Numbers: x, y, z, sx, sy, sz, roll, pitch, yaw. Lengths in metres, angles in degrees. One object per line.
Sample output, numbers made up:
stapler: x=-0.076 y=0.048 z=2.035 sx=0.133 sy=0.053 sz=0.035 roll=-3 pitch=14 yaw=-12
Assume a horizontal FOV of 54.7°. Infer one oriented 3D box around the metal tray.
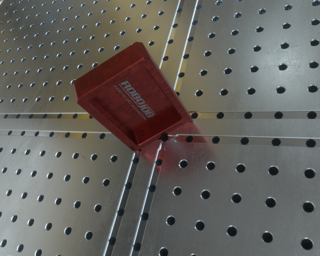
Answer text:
metal tray: x=-0.028 y=-0.030 z=0.372 sx=0.090 sy=0.130 sz=0.030 roll=-31 pitch=52 yaw=8
